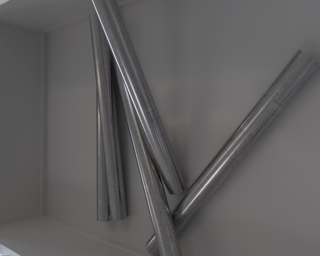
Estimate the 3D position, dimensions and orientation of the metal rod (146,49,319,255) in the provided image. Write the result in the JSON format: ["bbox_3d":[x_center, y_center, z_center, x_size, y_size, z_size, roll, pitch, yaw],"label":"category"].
[{"bbox_3d":[0.066,0.047,0.351,0.025,0.025,0.298,48,118,29],"label":"metal rod"}]

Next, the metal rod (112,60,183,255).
[{"bbox_3d":[-0.019,0.035,0.401,0.025,0.025,0.299,-32,64,35],"label":"metal rod"}]

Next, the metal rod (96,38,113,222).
[{"bbox_3d":[-0.085,-0.008,0.477,0.025,0.025,0.298,-1,90,40],"label":"metal rod"}]

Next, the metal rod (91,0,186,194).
[{"bbox_3d":[-0.030,-0.057,0.352,0.025,0.025,0.299,-8,110,40],"label":"metal rod"}]

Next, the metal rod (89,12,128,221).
[{"bbox_3d":[-0.075,-0.015,0.453,0.025,0.025,0.298,-4,92,40],"label":"metal rod"}]
